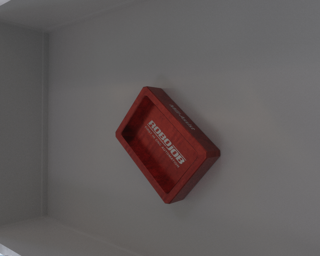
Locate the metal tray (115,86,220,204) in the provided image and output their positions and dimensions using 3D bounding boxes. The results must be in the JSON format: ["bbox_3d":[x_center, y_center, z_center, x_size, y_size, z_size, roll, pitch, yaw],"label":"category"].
[{"bbox_3d":[0.004,0.019,0.401,0.130,0.030,0.090,49,119,28],"label":"metal tray"}]
